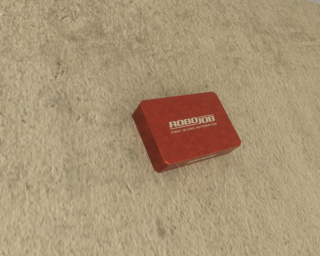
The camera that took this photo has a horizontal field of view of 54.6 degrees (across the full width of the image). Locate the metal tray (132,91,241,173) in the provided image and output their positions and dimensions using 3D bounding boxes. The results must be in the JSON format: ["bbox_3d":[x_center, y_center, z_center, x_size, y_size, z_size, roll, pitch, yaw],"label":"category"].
[{"bbox_3d":[0.038,0.001,0.420,0.131,0.030,0.090,-11,67,-33],"label":"metal tray"}]
